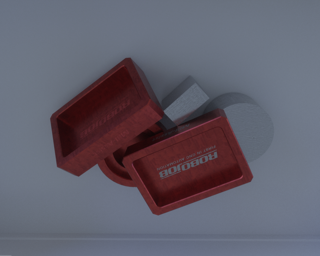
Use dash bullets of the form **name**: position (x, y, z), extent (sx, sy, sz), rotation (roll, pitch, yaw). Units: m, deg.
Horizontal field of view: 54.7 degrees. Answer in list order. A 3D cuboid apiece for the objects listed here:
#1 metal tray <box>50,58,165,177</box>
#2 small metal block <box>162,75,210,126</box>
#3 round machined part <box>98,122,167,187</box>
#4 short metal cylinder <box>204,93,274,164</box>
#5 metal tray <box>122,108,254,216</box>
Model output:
- **metal tray**: position (-0.068, -0.014, 0.367), extent (0.130, 0.090, 0.030), rotation (-35, 138, 11)
- **small metal block**: position (0.030, -0.035, 0.383), extent (0.050, 0.050, 0.025), rotation (-41, 105, 12)
- **round machined part**: position (-0.033, 0.026, 0.411), extent (0.099, 0.042, 0.097), rotation (0, 110, -1)
- **short metal cylinder**: position (0.097, 0.000, 0.397), extent (0.081, 0.050, 0.079), rotation (0, 110, -1)
- **metal tray**: position (0.033, 0.043, 0.372), extent (0.130, 0.030, 0.090), rotation (-24, 108, 12)
